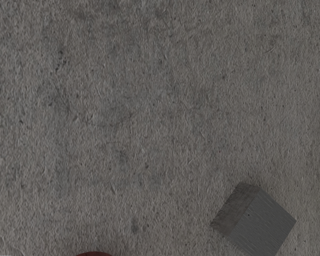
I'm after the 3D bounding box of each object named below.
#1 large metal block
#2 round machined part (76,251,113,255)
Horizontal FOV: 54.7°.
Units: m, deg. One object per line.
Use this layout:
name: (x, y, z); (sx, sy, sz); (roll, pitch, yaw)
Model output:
large metal block: (0.133, 0.137, 0.445); (0.080, 0.050, 0.080); (42, 77, -15)
round machined part: (-0.085, 0.196, 0.369); (0.099, 0.042, 0.097); (0, 90, -20)
